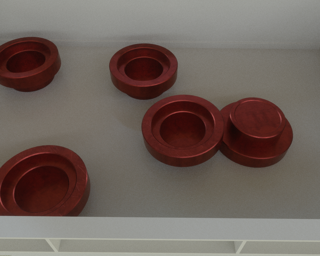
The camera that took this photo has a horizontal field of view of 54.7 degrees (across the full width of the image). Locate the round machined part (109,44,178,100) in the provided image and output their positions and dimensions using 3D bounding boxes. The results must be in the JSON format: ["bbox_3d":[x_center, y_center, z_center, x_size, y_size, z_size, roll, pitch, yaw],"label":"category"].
[{"bbox_3d":[-0.023,-0.080,0.461,0.099,0.042,0.098,0,50,0],"label":"round machined part"}]

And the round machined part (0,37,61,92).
[{"bbox_3d":[-0.200,-0.092,0.469,0.099,0.042,0.098,0,50,0],"label":"round machined part"}]

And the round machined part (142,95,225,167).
[{"bbox_3d":[0.029,0.007,0.385,0.099,0.042,0.098,-3,51,3],"label":"round machined part"}]

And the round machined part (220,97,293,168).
[{"bbox_3d":[0.121,-0.001,0.397,0.099,0.042,0.098,1,50,0],"label":"round machined part"}]

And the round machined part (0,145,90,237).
[{"bbox_3d":[-0.125,0.069,0.334,0.099,0.042,0.098,0,50,0],"label":"round machined part"}]
